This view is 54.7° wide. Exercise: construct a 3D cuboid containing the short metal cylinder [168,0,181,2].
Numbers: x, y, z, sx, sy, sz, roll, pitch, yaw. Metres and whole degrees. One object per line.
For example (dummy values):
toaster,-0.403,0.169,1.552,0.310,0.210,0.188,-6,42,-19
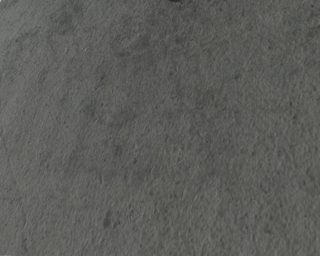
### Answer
short metal cylinder,0.020,-0.260,0.516,0.080,0.080,0.050,31,79,37
